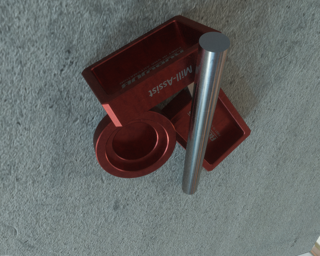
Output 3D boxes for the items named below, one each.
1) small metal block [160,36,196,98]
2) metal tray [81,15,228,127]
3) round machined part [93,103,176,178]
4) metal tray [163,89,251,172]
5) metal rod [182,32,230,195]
[{"bbox_3d":[0.029,-0.070,0.360,0.025,0.050,0.050,-35,144,-2],"label":"small metal block"},{"bbox_3d":[-0.009,-0.065,0.322,0.131,0.090,0.030,-33,129,-8],"label":"metal tray"},{"bbox_3d":[-0.033,0.011,0.383,0.099,0.042,0.097,-11,125,-15],"label":"round machined part"},{"bbox_3d":[0.066,-0.003,0.441,0.090,0.030,0.130,-44,130,2],"label":"metal tray"},{"bbox_3d":[0.046,0.013,0.374,0.025,0.025,0.299,-24,149,-14],"label":"metal rod"}]
